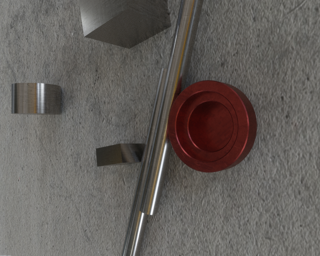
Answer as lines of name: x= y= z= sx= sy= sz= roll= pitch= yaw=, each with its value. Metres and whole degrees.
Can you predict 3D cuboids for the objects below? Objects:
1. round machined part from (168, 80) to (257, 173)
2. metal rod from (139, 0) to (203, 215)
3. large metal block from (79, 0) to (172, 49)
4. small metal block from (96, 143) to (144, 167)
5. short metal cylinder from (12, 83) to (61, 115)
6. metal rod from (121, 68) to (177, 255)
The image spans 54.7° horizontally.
round machined part: x=0.060 y=-0.002 z=0.343 sx=0.098 sy=0.042 sz=0.097 roll=0 pitch=90 yaw=39
metal rod: x=0.015 y=-0.038 z=0.373 sx=0.025 sy=0.025 sz=0.298 roll=20 pitch=103 yaw=38
large metal block: x=-0.045 y=-0.149 z=0.404 sx=0.080 sy=0.081 sz=0.050 roll=-16 pitch=80 yaw=38
small metal block: x=-0.052 y=0.037 z=0.429 sx=0.050 sy=0.050 sz=0.025 roll=-13 pitch=79 yaw=39
short metal cylinder: x=-0.216 y=-0.049 z=0.544 sx=0.080 sy=0.081 sz=0.050 roll=1 pitch=91 yaw=39
metal rod: x=-0.018 y=0.070 z=0.417 sx=0.025 sy=0.025 sz=0.298 roll=20 pitch=103 yaw=38
